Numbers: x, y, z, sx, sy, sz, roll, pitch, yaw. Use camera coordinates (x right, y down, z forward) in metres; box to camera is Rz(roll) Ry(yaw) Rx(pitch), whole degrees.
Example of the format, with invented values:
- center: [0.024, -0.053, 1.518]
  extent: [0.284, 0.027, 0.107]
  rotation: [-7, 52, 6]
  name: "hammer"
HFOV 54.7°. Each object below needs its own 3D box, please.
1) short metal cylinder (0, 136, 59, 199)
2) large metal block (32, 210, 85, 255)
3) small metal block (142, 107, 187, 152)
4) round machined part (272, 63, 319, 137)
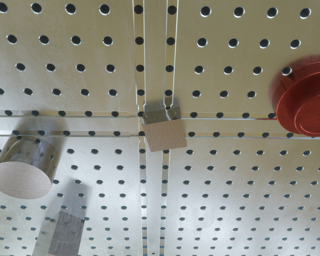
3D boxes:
- center: [-0.190, 0.057, 0.441]
  extent: [0.081, 0.050, 0.079]
  rotation: [-1, 130, -1]
  name: "short metal cylinder"
- center: [-0.183, 0.208, 0.550]
  extent: [0.050, 0.080, 0.080]
  rotation: [32, 123, -24]
  name: "large metal block"
- center: [0.007, 0.003, 0.414]
  extent: [0.050, 0.025, 0.050]
  rotation: [-9, 130, 7]
  name: "small metal block"
- center: [0.194, -0.027, 0.380]
  extent: [0.099, 0.042, 0.097]
  rotation: [-1, 130, 0]
  name: "round machined part"
